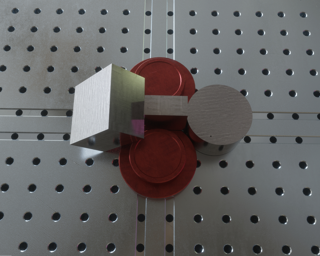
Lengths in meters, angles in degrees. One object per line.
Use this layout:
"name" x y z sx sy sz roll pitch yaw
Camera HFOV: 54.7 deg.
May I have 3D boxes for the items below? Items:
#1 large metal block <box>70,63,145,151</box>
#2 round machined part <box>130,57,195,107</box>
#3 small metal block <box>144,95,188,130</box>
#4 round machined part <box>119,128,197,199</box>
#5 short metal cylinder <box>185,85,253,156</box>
"large metal block" -0.065 -0.021 0.384 0.050 0.080 0.080 18 63 -42
"round machined part" -0.001 -0.056 0.423 0.099 0.042 0.098 0 70 0
"small metal block" 0.007 -0.018 0.381 0.050 0.050 0.025 1 70 0
"round machined part" -0.003 0.038 0.389 0.099 0.042 0.098 0 70 0
"short metal cylinder" 0.073 -0.009 0.401 0.081 0.050 0.080 0 70 0
